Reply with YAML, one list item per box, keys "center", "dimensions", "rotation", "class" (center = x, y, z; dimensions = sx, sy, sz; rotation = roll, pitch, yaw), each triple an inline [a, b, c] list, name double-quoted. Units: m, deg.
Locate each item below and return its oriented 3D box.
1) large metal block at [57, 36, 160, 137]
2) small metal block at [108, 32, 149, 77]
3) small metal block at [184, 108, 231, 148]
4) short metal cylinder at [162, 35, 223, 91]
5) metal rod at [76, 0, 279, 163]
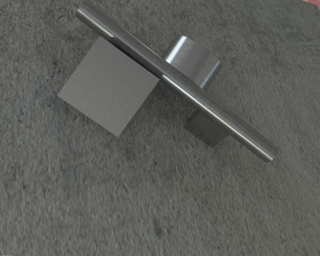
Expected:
- center: [-0.058, -0.047, 0.365]
  dimensions: [0.080, 0.050, 0.080]
  rotation: [35, 91, -6]
  class: "large metal block"
- center: [-0.048, -0.096, 0.424]
  dimensions: [0.025, 0.050, 0.050]
  rotation: [44, 51, 1]
  class: "small metal block"
- center: [0.070, -0.006, 0.429]
  dimensions: [0.050, 0.050, 0.025]
  rotation: [35, 51, -5]
  class: "small metal block"
- center: [0.041, -0.087, 0.439]
  dimensions: [0.080, 0.080, 0.050]
  rotation: [34, 93, -7]
  class: "short metal cylinder"
- center: [0.025, -0.056, 0.390]
  dimensions: [0.301, 0.025, 0.025]
  rotation: [37, 51, -4]
  class: "metal rod"
